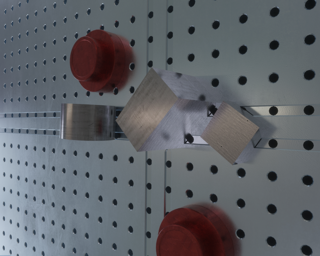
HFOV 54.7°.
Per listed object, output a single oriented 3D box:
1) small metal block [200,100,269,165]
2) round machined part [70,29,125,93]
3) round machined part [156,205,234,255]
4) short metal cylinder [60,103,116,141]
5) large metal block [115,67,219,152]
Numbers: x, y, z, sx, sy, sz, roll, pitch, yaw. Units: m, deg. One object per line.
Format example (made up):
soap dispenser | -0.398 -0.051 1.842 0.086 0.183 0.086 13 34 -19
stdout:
small metal block | 0.081 0.005 0.343 0.050 0.025 0.050 44 116 31
round machined part | -0.104 -0.105 0.484 0.098 0.042 0.097 0 90 40
round machined part | 0.034 0.145 0.370 0.098 0.042 0.097 0 90 40
short metal cylinder | -0.107 -0.010 0.462 0.080 0.081 0.050 5 93 40
large metal block | 0.009 -0.019 0.366 0.080 0.081 0.050 -52 60 27
